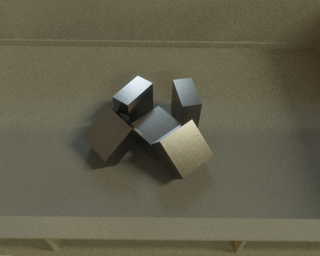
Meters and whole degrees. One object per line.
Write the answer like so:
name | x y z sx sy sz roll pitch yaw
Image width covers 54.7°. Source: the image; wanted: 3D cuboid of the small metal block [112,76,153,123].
small metal block | -0.034 -0.033 0.413 0.025 0.050 0.050 29 56 22

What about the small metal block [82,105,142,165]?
small metal block | -0.059 0.009 0.380 0.050 0.025 0.050 41 94 29

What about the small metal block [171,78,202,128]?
small metal block | 0.034 -0.030 0.412 0.025 0.050 0.050 -8 50 -8

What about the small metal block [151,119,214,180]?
small metal block | 0.027 0.026 0.365 0.050 0.025 0.050 -34 95 -26

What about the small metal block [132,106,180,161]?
small metal block | -0.004 0.006 0.397 0.050 0.025 0.050 -35 58 -26
